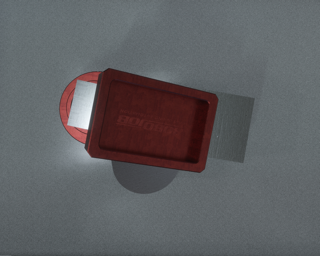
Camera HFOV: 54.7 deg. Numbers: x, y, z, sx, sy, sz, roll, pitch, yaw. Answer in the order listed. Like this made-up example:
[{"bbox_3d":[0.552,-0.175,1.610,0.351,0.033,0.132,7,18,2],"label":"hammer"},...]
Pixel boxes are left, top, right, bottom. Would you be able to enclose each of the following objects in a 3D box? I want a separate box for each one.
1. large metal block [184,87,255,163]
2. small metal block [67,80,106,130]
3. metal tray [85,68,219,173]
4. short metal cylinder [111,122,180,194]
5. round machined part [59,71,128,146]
[{"bbox_3d":[0.068,-0.004,0.397,0.080,0.050,0.080,10,90,-1],"label":"large metal block"},{"bbox_3d":[-0.081,-0.025,0.354,0.025,0.050,0.050,12,90,0],"label":"small metal block"},{"bbox_3d":[-0.007,-0.005,0.337,0.131,0.030,0.089,11,90,-20],"label":"metal tray"},{"bbox_3d":[-0.020,0.034,0.385,0.081,0.050,0.079,-3,104,-12],"label":"short metal cylinder"},{"bbox_3d":[-0.081,-0.025,0.400,0.099,0.042,0.097,0,90,-1],"label":"round machined part"}]
